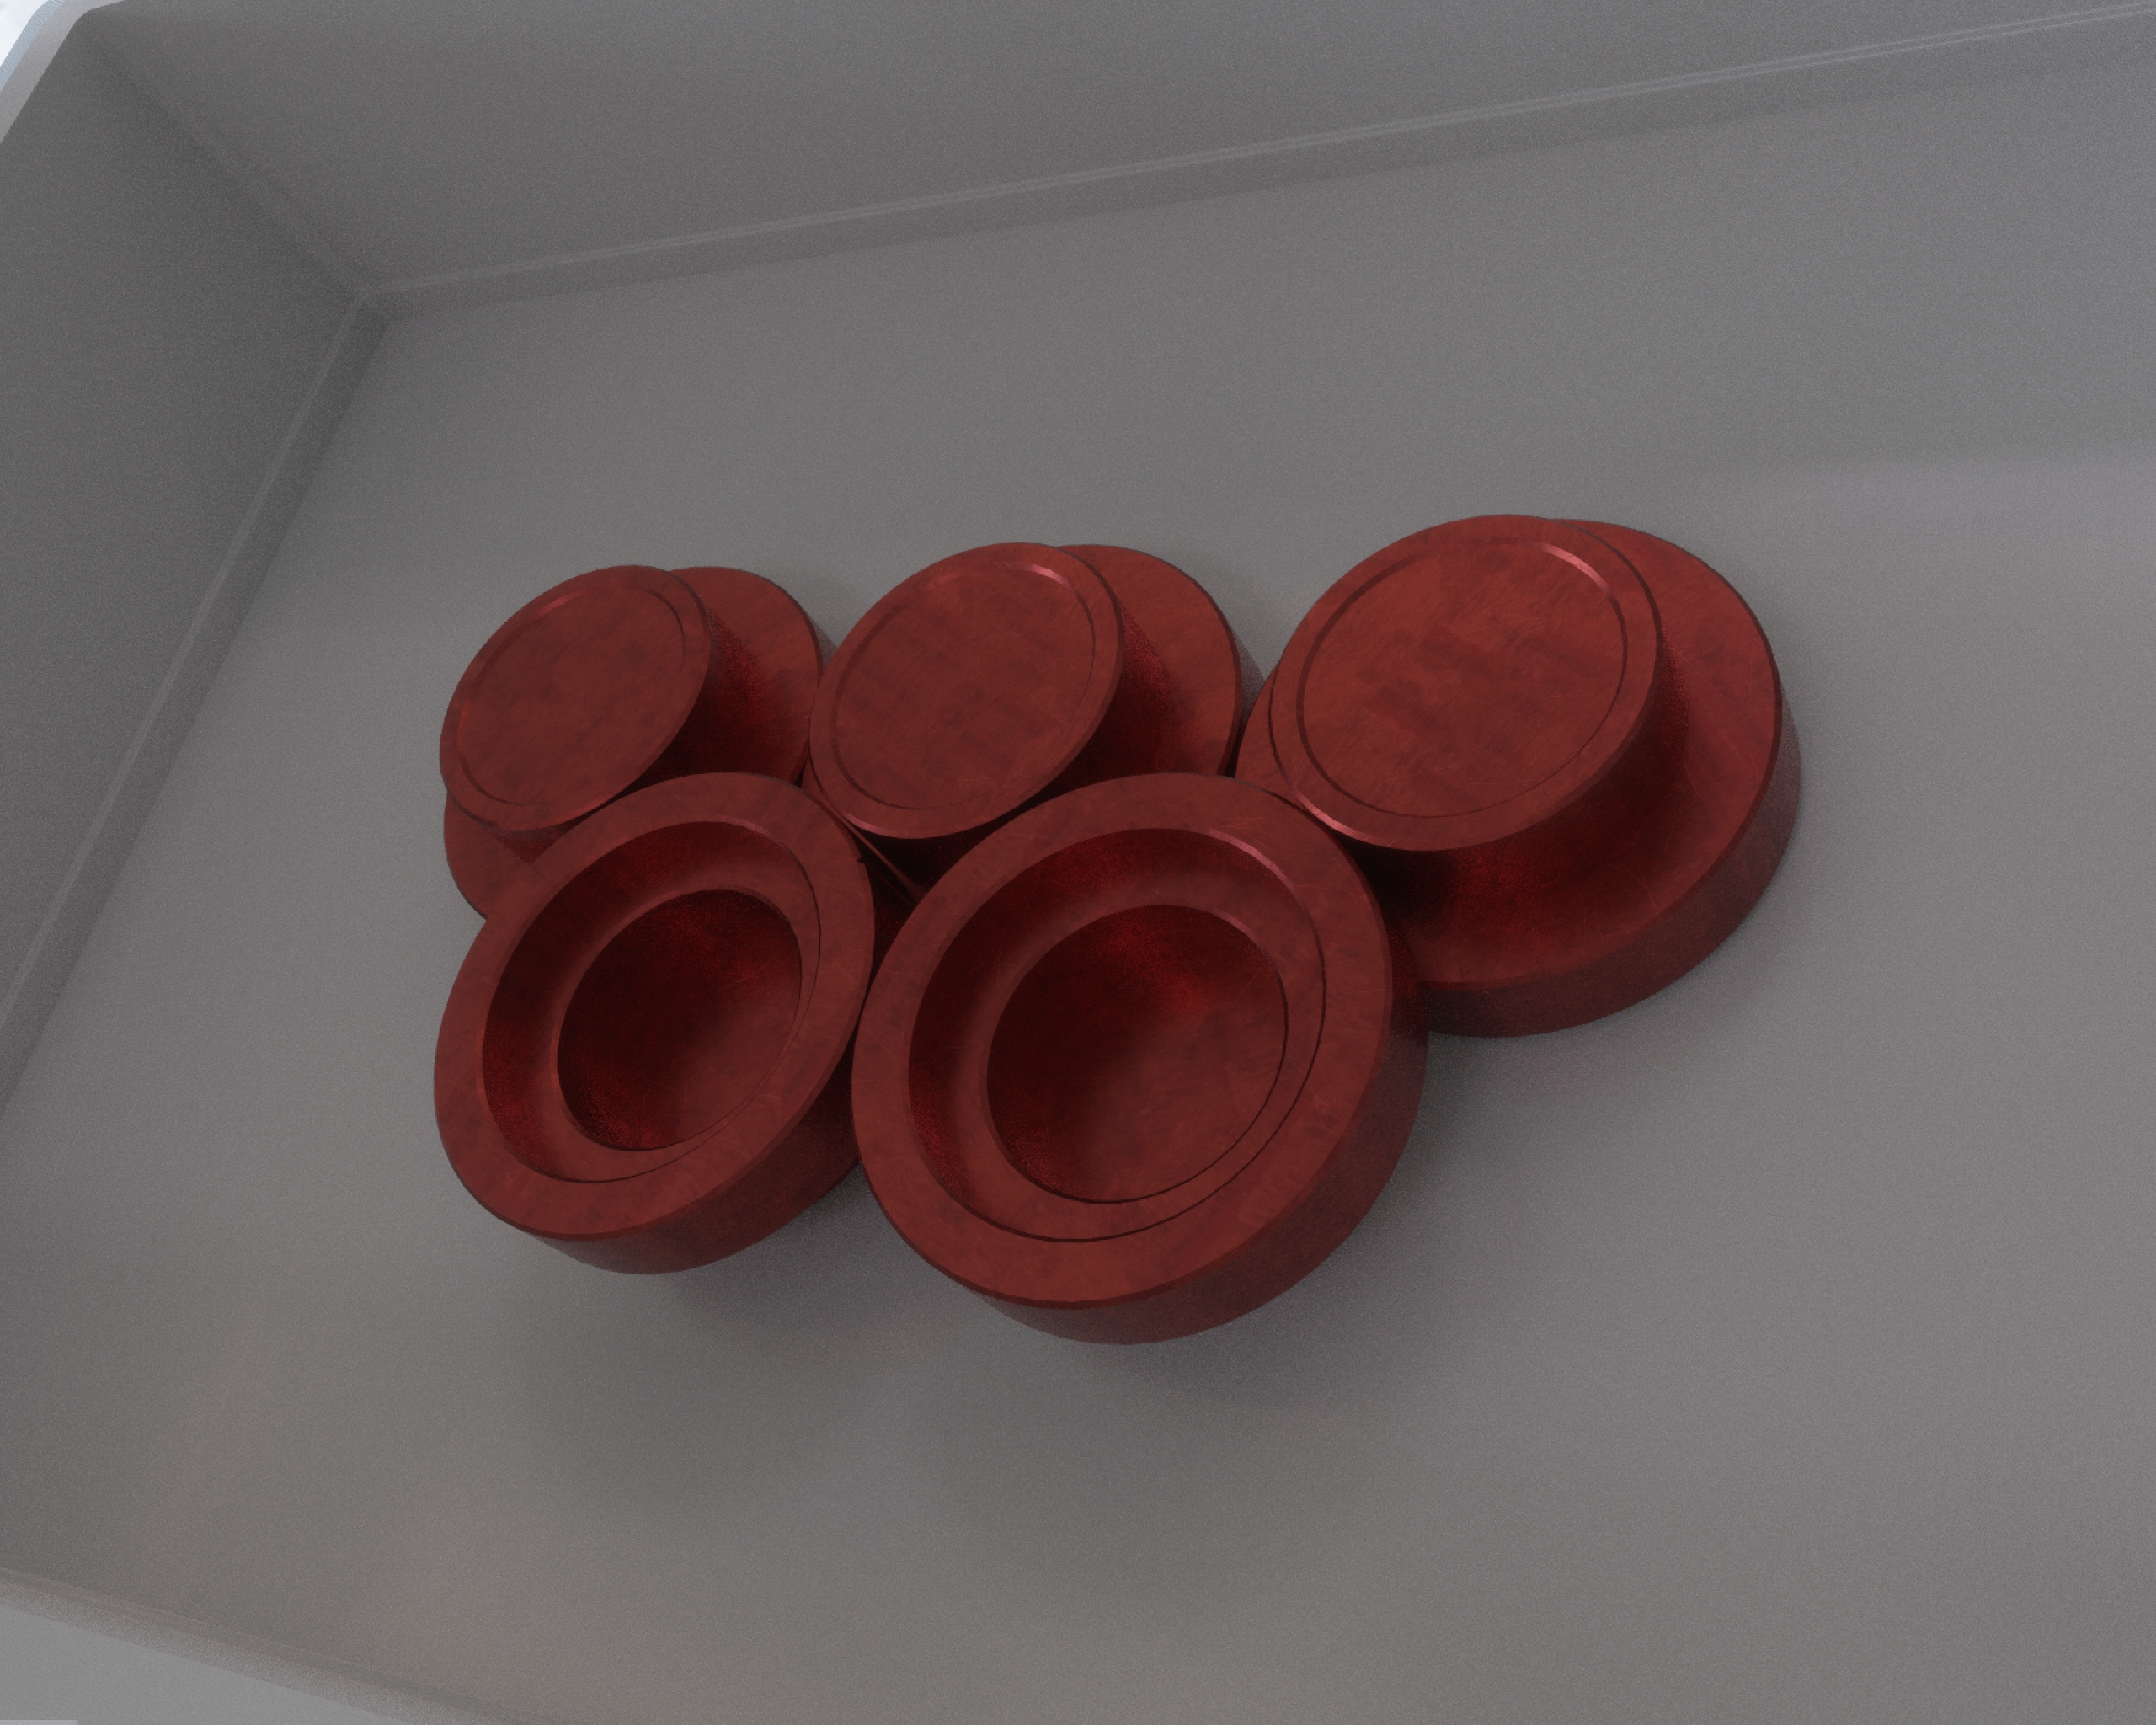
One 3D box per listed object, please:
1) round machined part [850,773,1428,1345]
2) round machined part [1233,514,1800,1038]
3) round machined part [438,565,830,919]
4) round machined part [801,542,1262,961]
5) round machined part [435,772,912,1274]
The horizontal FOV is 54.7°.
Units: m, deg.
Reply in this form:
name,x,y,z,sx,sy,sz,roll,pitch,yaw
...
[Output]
name,x,y,z,sx,sy,sz,roll,pitch,yaw
round machined part,0.013,0.036,0.363,0.098,0.042,0.098,-13,56,21
round machined part,0.072,-0.022,0.367,0.098,0.042,0.098,-14,55,21
round machined part,-0.100,-0.027,0.460,0.098,0.042,0.098,-13,56,20
round machined part,-0.014,-0.024,0.414,0.098,0.042,0.098,-14,55,21
round machined part,-0.073,0.034,0.410,0.098,0.042,0.098,-13,56,21
